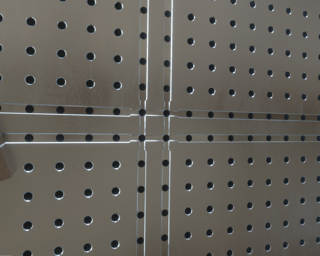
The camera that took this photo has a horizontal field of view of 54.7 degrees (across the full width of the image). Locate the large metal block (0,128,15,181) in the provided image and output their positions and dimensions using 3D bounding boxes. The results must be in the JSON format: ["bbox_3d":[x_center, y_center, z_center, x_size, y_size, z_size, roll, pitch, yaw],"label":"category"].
[{"bbox_3d":[-0.208,0.025,0.322,0.081,0.050,0.080,-19,97,-19],"label":"large metal block"}]
